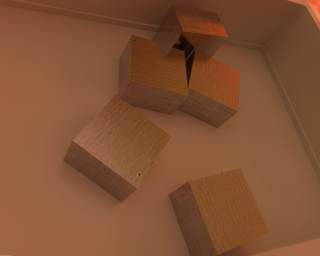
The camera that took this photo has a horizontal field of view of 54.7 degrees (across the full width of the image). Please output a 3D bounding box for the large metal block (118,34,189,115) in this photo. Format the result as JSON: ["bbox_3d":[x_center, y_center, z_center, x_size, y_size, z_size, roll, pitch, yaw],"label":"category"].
[{"bbox_3d":[-0.011,-0.072,0.429,0.081,0.050,0.080,12,57,-22],"label":"large metal block"}]

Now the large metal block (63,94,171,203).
[{"bbox_3d":[-0.047,0.023,0.352,0.080,0.050,0.080,38,51,-3],"label":"large metal block"}]

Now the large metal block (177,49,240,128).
[{"bbox_3d":[0.070,-0.058,0.465,0.080,0.050,0.080,24,53,-14],"label":"large metal block"}]

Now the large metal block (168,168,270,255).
[{"bbox_3d":[0.068,0.101,0.367,0.081,0.050,0.080,-7,66,-32],"label":"large metal block"}]

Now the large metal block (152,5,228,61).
[{"bbox_3d":[0.043,-0.136,0.478,0.081,0.080,0.050,-3,64,-30],"label":"large metal block"}]
